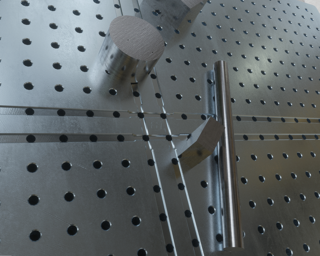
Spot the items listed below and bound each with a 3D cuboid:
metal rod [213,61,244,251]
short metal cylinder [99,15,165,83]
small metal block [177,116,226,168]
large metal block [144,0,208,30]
[{"bbox_3d":[0.096,0.019,0.450,0.025,0.025,0.300,17,55,-19],"label":"metal rod"},{"bbox_3d":[-0.041,-0.112,0.440,0.081,0.050,0.080,14,56,-21],"label":"short metal cylinder"},{"bbox_3d":[0.055,0.019,0.412,0.025,0.050,0.050,38,51,-3],"label":"small metal block"},{"bbox_3d":[0.032,-0.234,0.554,0.080,0.050,0.080,43,51,1],"label":"large metal block"}]
